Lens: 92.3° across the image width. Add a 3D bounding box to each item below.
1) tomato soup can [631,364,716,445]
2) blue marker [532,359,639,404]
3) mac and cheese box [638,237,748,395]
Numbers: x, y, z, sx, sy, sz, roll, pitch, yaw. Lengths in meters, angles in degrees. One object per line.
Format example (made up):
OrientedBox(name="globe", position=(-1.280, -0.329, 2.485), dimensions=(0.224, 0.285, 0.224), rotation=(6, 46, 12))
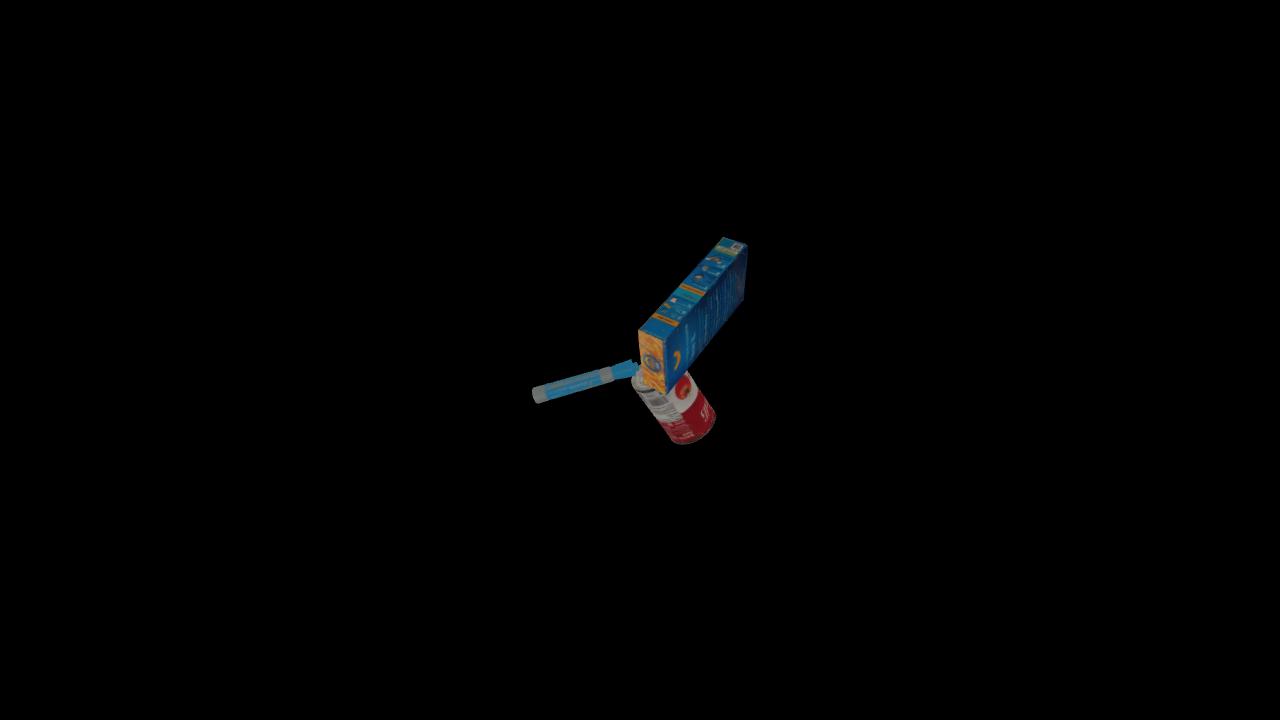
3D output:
OrientedBox(name="tomato soup can", position=(0.041, 0.047, 0.758), dimensions=(0.068, 0.068, 0.101), rotation=(0, -44, 45))
OrientedBox(name="blue marker", position=(-0.059, 0.023, 0.673), dimensions=(0.121, 0.020, 0.020), rotation=(-16, -3, 9))
OrientedBox(name="mac and cheese box", position=(0.066, -0.054, 0.721), dimensions=(0.041, 0.093, 0.184), rotation=(26, 55, 24))
